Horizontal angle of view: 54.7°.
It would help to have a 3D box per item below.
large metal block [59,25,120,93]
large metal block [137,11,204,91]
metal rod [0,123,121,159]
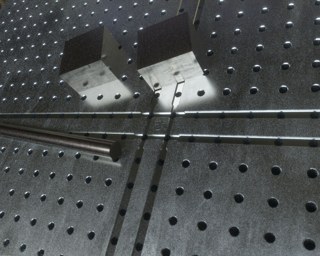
[{"bbox_3d":[-0.117,-0.116,0.525,0.080,0.050,0.080,-15,56,19],"label":"large metal block"},{"bbox_3d":[0.014,-0.111,0.453,0.080,0.050,0.080,-15,56,19],"label":"large metal block"},{"bbox_3d":[-0.188,0.015,0.498,0.300,0.025,0.025,7,65,31],"label":"metal rod"}]
